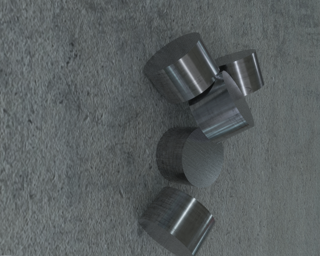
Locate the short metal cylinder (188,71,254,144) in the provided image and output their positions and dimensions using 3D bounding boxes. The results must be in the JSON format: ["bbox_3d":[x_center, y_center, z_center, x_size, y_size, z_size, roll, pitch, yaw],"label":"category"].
[{"bbox_3d":[0.079,-0.026,0.399,0.080,0.050,0.080,44,30,-33],"label":"short metal cylinder"}]

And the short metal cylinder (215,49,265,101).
[{"bbox_3d":[0.108,-0.079,0.459,0.081,0.080,0.050,-33,111,-35],"label":"short metal cylinder"}]

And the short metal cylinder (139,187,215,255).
[{"bbox_3d":[0.021,0.119,0.387,0.050,0.080,0.080,-50,120,-28],"label":"short metal cylinder"}]

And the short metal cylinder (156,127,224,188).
[{"bbox_3d":[0.042,0.038,0.423,0.081,0.050,0.080,0,90,-40],"label":"short metal cylinder"}]

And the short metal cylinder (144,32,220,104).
[{"bbox_3d":[0.027,-0.076,0.392,0.080,0.080,0.050,-52,121,-27],"label":"short metal cylinder"}]
